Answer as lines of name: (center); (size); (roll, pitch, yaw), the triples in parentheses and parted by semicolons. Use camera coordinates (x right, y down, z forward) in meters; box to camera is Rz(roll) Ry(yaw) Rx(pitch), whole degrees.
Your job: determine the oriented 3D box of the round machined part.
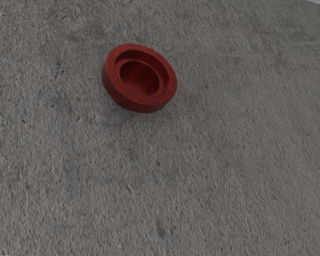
round machined part: (-0.030, -0.061, 0.413); (0.099, 0.042, 0.098); (13, 56, -21)
